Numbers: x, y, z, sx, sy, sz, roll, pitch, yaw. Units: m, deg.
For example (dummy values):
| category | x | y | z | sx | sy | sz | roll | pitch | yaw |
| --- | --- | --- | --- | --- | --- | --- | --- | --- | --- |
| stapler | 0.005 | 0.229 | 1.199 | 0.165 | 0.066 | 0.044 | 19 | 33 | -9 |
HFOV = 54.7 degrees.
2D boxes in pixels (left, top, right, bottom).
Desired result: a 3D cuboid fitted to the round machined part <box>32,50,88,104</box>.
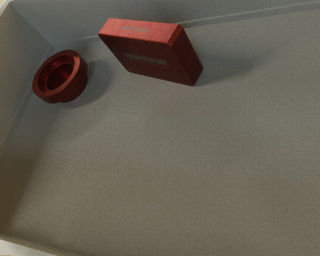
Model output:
| category | x | y | z | sx | sy | sz | roll | pitch | yaw |
| --- | --- | --- | --- | --- | --- | --- | --- | --- | --- |
| round machined part | -0.164 | -0.082 | 0.529 | 0.098 | 0.042 | 0.098 | -13 | 56 | 20 |

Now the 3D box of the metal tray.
| category | x | y | z | sx | sy | sz | roll | pitch | yaw |
| --- | --- | --- | --- | --- | --- | --- | --- | --- | --- |
| metal tray | -0.013 | -0.107 | 0.434 | 0.130 | 0.090 | 0.030 | 19 | 72 | 35 |
